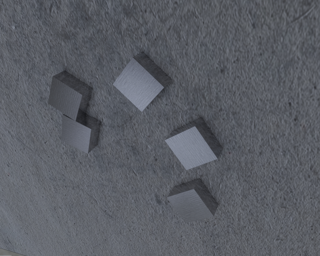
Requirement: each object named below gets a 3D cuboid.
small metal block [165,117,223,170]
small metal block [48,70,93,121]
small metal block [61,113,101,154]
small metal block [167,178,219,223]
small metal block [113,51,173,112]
[{"bbox_3d":[0.043,0.021,0.397,0.050,0.025,0.050,-27,104,37],"label":"small metal block"},{"bbox_3d":[-0.130,-0.046,0.447,0.050,0.025,0.050,32,129,7],"label":"small metal block"},{"bbox_3d":[-0.121,0.004,0.473,0.050,0.025,0.050,26,128,12],"label":"small metal block"},{"bbox_3d":[0.047,0.105,0.447,0.050,0.025,0.050,-27,104,37],"label":"small metal block"},{"bbox_3d":[-0.022,-0.057,0.383,0.050,0.025,0.050,44,129,-3],"label":"small metal block"}]
